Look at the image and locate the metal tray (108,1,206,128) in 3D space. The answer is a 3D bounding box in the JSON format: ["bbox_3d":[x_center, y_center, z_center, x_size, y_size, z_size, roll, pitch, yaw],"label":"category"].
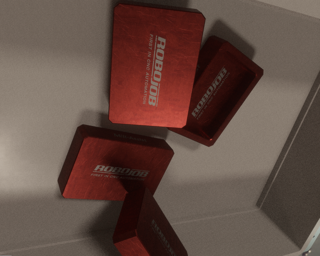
[{"bbox_3d":[-0.008,-0.066,0.341,0.091,0.030,0.129,4,118,-7],"label":"metal tray"}]

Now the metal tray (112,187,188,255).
[{"bbox_3d":[-0.006,0.151,0.390,0.030,0.090,0.130,-24,109,15],"label":"metal tray"}]

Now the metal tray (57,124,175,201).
[{"bbox_3d":[-0.056,0.051,0.408,0.131,0.030,0.089,12,112,-34],"label":"metal tray"}]

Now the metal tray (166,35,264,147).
[{"bbox_3d":[0.069,-0.045,0.417,0.090,0.030,0.129,24,106,-37],"label":"metal tray"}]
